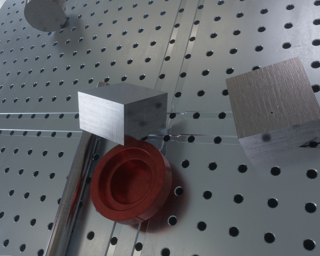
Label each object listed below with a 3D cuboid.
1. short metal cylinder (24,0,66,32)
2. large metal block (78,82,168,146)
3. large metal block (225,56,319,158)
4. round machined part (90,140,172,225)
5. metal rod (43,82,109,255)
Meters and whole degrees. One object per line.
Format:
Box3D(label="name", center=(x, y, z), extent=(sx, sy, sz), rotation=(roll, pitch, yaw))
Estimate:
Box3D(label="short metal cylinder", center=(-0.241, -0.251, 0.653), extent=(0.080, 0.080, 0.050), rotation=(-21, 54, 16))
Box3D(label="large metal block", center=(-0.047, -0.023, 0.404), extent=(0.080, 0.081, 0.050), rotation=(18, 116, 35))
Box3D(label="large metal block", center=(0.124, -0.021, 0.340), extent=(0.080, 0.050, 0.080), rotation=(-16, 55, 19))
Box3D(label="round machined part", center=(-0.030, 0.067, 0.372), extent=(0.098, 0.042, 0.098), rotation=(-13, 56, 21))
Box3D(label="metal rod", center=(-0.113, 0.065, 0.427), extent=(0.025, 0.025, 0.299), rotation=(-4, 60, 26))
